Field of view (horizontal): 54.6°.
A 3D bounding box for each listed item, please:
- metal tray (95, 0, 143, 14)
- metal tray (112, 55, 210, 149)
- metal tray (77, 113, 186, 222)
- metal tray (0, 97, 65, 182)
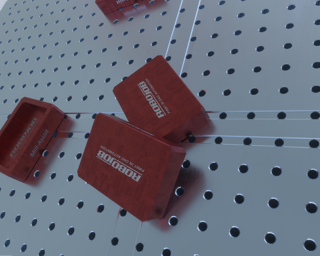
[{"bbox_3d":[-0.061,-0.285,0.613,0.130,0.030,0.090,-12,57,22],"label":"metal tray"},{"bbox_3d":[-0.003,-0.034,0.429,0.090,0.030,0.130,-35,51,5],"label":"metal tray"},{"bbox_3d":[-0.040,0.043,0.380,0.130,0.030,0.090,24,97,36],"label":"metal tray"},{"bbox_3d":[-0.228,0.015,0.517,0.090,0.030,0.130,14,69,34],"label":"metal tray"}]
